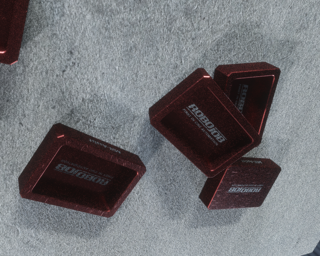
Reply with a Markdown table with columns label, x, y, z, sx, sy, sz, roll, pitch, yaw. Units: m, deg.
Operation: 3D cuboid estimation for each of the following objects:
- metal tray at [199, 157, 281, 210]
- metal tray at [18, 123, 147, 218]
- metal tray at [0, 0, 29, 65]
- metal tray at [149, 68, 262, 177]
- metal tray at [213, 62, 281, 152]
| label | x | y | z | sx | sy | sz | roll | pitch | yaw |
| --- | --- | --- | --- | --- | --- | --- | --- | --- | --- |
| metal tray | 0.141 | 0.096 | 0.540 | 0.131 | 0.030 | 0.089 | 6 | 115 | -31 |
| metal tray | -0.093 | 0.058 | 0.388 | 0.131 | 0.030 | 0.090 | 28 | 103 | -38 |
| metal tray | -0.175 | -0.109 | 0.240 | 0.131 | 0.030 | 0.089 | 8 | 115 | -32 |
| metal tray | 0.060 | -0.002 | 0.404 | 0.090 | 0.030 | 0.130 | -39 | 118 | 14 |
| metal tray | 0.115 | -0.027 | 0.449 | 0.091 | 0.030 | 0.129 | -9 | 122 | -24 |
